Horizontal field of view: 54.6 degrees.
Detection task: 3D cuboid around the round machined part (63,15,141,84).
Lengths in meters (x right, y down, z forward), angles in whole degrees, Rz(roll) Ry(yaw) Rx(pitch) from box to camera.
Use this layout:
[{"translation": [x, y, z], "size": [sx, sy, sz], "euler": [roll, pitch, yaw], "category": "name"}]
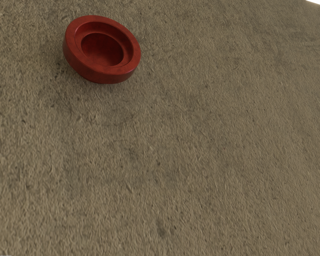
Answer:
[{"translation": [-0.078, -0.098, 0.410], "size": [0.099, 0.042, 0.098], "euler": [13, 56, -21], "category": "round machined part"}]
